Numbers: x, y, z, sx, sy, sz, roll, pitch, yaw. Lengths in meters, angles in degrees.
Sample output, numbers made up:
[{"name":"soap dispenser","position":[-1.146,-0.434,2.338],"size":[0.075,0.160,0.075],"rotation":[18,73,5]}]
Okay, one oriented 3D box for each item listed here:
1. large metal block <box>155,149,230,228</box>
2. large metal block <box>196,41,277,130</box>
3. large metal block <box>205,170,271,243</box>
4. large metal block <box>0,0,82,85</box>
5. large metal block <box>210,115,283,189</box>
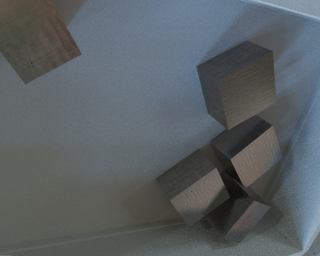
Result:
[{"name":"large metal block","position":[0.052,0.093,0.478],"size":[0.080,0.050,0.080],"rotation":[-34,129,-6]},{"name":"large metal block","position":[0.104,-0.057,0.413],"size":[0.080,0.050,0.080],"rotation":[-29,128,-10]},{"name":"large metal block","position":[0.120,0.131,0.519],"size":[0.050,0.080,0.080],"rotation":[27,104,-37]},{"name":"large metal block","position":[-0.114,-0.094,0.252],"size":[0.050,0.080,0.080],"rotation":[-31,129,-8]},{"name":"large metal block","position":[0.137,0.035,0.487],"size":[0.080,0.050,0.080],"rotation":[-38,129,-6]}]
